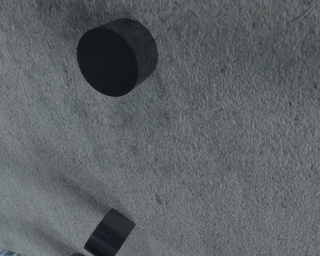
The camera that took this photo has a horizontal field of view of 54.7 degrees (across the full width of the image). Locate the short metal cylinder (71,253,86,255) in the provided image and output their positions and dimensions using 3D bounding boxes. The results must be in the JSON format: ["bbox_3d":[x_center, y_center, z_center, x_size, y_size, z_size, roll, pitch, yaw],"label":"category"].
[{"bbox_3d":[-0.180,0.327,0.688,0.080,0.050,0.079,13,124,21],"label":"short metal cylinder"}]

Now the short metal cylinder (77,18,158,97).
[{"bbox_3d":[-0.049,-0.083,0.365,0.080,0.050,0.079,13,124,21],"label":"short metal cylinder"}]

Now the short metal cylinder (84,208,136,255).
[{"bbox_3d":[-0.085,0.185,0.531,0.050,0.080,0.079,34,129,6],"label":"short metal cylinder"}]
